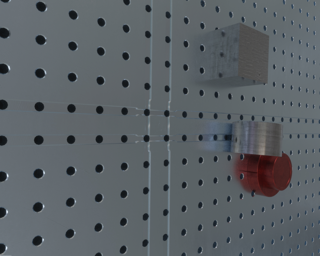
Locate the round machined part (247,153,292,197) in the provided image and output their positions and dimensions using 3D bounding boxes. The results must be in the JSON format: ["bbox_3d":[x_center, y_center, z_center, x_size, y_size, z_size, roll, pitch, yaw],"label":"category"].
[{"bbox_3d":[0.208,0.079,0.572,0.099,0.042,0.097,0,90,-40],"label":"round machined part"}]

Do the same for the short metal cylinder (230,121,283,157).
[{"bbox_3d":[0.157,0.018,0.505,0.081,0.080,0.050,8,85,-40],"label":"short metal cylinder"}]

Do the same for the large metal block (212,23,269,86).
[{"bbox_3d":[0.131,-0.115,0.502,0.081,0.050,0.080,4,88,-40],"label":"large metal block"}]
